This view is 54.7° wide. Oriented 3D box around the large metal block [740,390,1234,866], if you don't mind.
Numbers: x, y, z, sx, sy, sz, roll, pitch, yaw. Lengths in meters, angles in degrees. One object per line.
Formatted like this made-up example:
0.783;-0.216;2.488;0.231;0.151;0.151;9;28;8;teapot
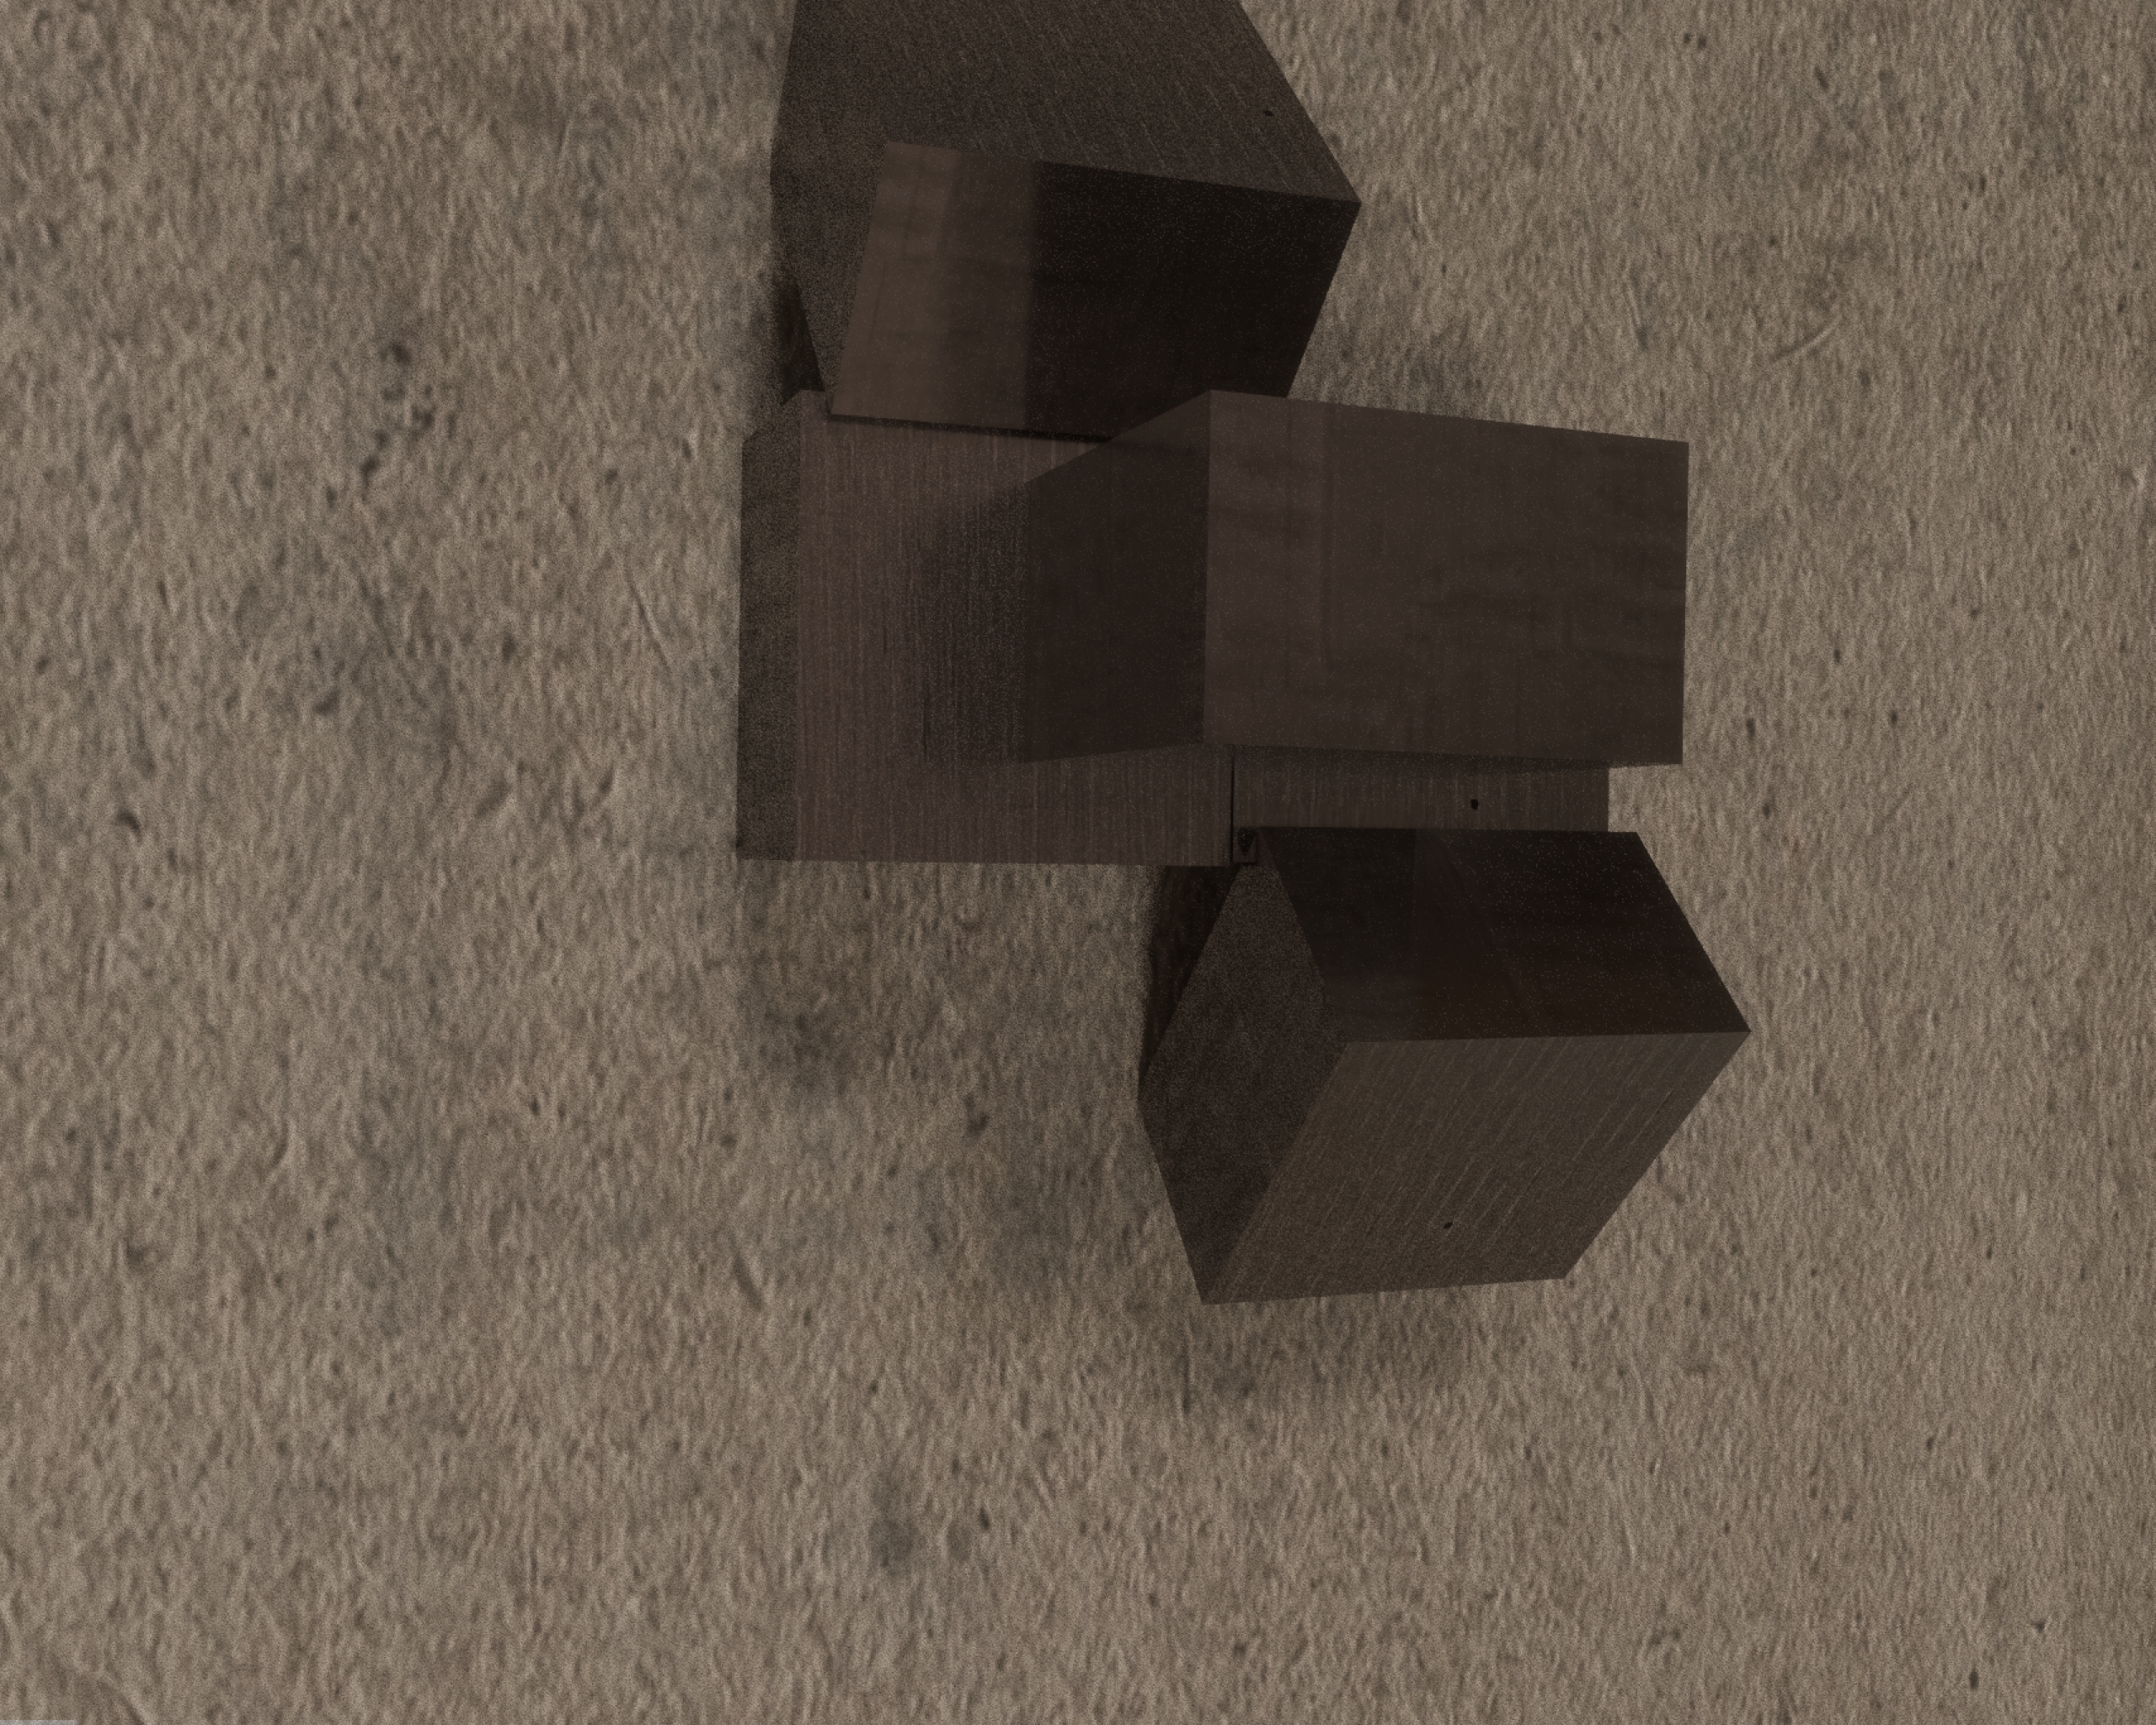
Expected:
-0.018;-0.040;0.389;0.081;0.050;0.079;1;90;-21;large metal block

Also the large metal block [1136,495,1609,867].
0.058;-0.040;0.418;0.081;0.050;0.079;1;90;-21;large metal block

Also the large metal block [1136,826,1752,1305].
0.066;0.039;0.400;0.081;0.079;0.050;0;46;-21;large metal block

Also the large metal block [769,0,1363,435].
-0.006;-0.121;0.373;0.081;0.050;0.080;1;46;-20;large metal block

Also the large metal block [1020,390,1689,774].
0.042;-0.041;0.345;0.081;0.080;0.050;1;90;-20;large metal block
